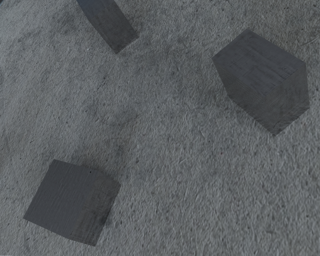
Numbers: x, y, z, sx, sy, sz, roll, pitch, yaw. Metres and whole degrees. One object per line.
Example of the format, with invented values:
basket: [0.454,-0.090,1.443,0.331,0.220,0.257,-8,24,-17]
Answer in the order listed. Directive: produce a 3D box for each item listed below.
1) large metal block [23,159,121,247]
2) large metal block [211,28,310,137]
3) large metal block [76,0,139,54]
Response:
large metal block: [-0.108,0.092,0.388,0.080,0.050,0.080,9,66,32]
large metal block: [0.111,-0.049,0.340,0.050,0.080,0.080,-40,51,1]
large metal block: [-0.089,-0.188,0.531,0.050,0.080,0.080,-36,51,5]
